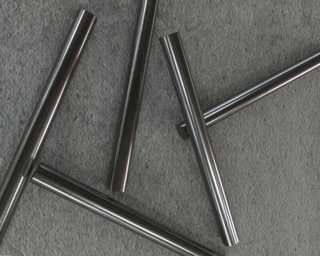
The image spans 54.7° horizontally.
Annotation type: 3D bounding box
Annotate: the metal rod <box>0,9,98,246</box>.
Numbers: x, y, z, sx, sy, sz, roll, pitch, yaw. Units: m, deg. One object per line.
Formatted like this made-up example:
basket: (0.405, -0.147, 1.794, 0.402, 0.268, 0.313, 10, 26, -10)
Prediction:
metal rod: (-0.141, 0.002, 0.357, 0.025, 0.025, 0.299, 23, 82, -19)

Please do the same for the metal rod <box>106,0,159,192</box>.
metal rod: (-0.030, -0.070, 0.397, 0.025, 0.025, 0.298, 11, 86, -20)

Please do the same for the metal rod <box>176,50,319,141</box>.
metal rod: (0.157, -0.060, 0.466, 0.302, 0.025, 0.025, -27, 99, -18)

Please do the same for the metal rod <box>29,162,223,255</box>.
metal rod: (-0.019, 0.125, 0.394, 0.301, 0.025, 0.025, 33, 79, -20)

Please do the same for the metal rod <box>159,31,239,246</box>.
metal rod: (0.056, 0.026, 0.406, 0.025, 0.025, 0.298, -24, 107, -18)
